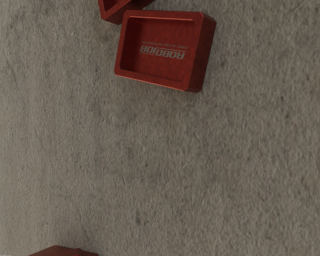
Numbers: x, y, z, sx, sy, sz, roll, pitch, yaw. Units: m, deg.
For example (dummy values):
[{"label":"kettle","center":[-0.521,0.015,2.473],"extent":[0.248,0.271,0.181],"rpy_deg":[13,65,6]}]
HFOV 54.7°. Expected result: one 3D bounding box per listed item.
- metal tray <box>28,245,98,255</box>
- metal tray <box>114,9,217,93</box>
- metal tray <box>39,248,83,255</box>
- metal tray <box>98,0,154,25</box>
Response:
[{"label":"metal tray","center":[-0.172,0.227,0.499],"extent":[0.130,0.091,0.030],"rpy_deg":[-9,88,39]},{"label":"metal tray","center":[0.001,-0.101,0.398],"extent":[0.130,0.030,0.089],"rpy_deg":[19,102,38]},{"label":"metal tray","center":[-0.160,0.265,0.485],"extent":[0.030,0.091,0.129],"rpy_deg":[175,88,-77]},{"label":"metal tray","center":[-0.055,-0.228,0.444],"extent":[0.090,0.030,0.129],"rpy_deg":[-19,78,38]}]
